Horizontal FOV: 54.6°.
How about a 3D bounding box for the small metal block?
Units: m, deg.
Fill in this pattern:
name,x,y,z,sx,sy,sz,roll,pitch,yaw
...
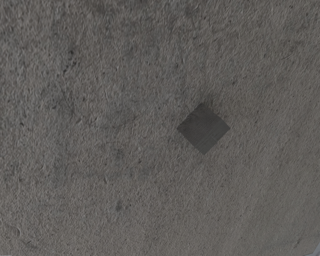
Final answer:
name,x,y,z,sx,sy,sz,roll,pitch,yaw
small metal block,0.058,0.000,0.422,0.050,0.050,0.025,-46,129,4
